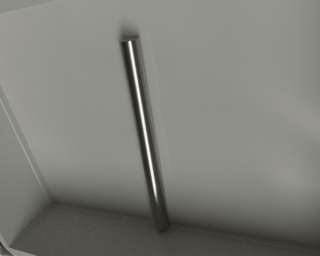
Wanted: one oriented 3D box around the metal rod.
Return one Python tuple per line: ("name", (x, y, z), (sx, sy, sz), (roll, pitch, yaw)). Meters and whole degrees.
("metal rod", (-0.017, 0.026, 0.433), (0.025, 0.025, 0.298), (6, 121, 25))
